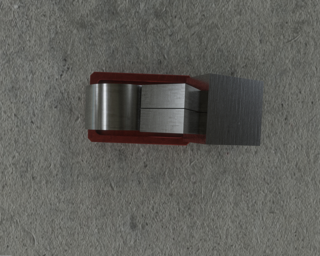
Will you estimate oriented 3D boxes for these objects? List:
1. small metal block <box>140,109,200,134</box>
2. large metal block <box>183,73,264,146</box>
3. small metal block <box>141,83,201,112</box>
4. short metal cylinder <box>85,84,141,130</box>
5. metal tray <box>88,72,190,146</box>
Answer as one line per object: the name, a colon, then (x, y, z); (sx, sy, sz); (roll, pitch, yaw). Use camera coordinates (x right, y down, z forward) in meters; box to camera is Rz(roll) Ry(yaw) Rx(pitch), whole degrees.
small metal block: (0.012, -0.007, 0.346); (0.050, 0.050, 0.025); (2, 89, 26)
large metal block: (0.078, -0.020, 0.385); (0.081, 0.050, 0.080); (3, 90, -26)
small metal block: (0.013, -0.033, 0.346); (0.050, 0.050, 0.025); (2, 89, 26)
short metal cylinder: (-0.048, -0.023, 0.370); (0.081, 0.080, 0.050); (1, 90, 0)
metal tray: (-0.025, -0.025, 0.408); (0.131, 0.030, 0.089); (2, 90, 0)
